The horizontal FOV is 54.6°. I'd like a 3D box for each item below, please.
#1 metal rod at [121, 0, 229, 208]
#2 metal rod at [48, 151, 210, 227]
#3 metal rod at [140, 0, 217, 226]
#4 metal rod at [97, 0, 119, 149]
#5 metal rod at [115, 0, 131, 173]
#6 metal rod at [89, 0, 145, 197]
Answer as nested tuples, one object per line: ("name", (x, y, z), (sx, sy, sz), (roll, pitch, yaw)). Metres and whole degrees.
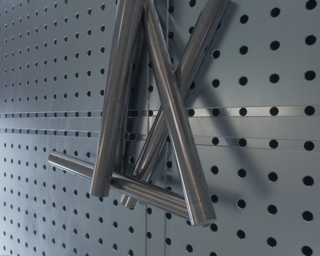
("metal rod", (0.012, -0.022, 0.400), (0.025, 0.025, 0.298), (36, 112, 34))
("metal rod", (-0.062, 0.073, 0.428), (0.300, 0.025, 0.025), (11, 97, 39))
("metal rod", (0.011, -0.040, 0.361), (0.025, 0.025, 0.299), (-34, 57, 35))
("metal rod", (-0.068, -0.067, 0.466), (0.025, 0.025, 0.298), (16, 100, 39))
("metal rod", (-0.054, -0.074, 0.442), (0.025, 0.025, 0.298), (13, 102, 39))
("metal rod", (-0.052, -0.060, 0.403), (0.025, 0.025, 0.298), (12, 92, 39))
